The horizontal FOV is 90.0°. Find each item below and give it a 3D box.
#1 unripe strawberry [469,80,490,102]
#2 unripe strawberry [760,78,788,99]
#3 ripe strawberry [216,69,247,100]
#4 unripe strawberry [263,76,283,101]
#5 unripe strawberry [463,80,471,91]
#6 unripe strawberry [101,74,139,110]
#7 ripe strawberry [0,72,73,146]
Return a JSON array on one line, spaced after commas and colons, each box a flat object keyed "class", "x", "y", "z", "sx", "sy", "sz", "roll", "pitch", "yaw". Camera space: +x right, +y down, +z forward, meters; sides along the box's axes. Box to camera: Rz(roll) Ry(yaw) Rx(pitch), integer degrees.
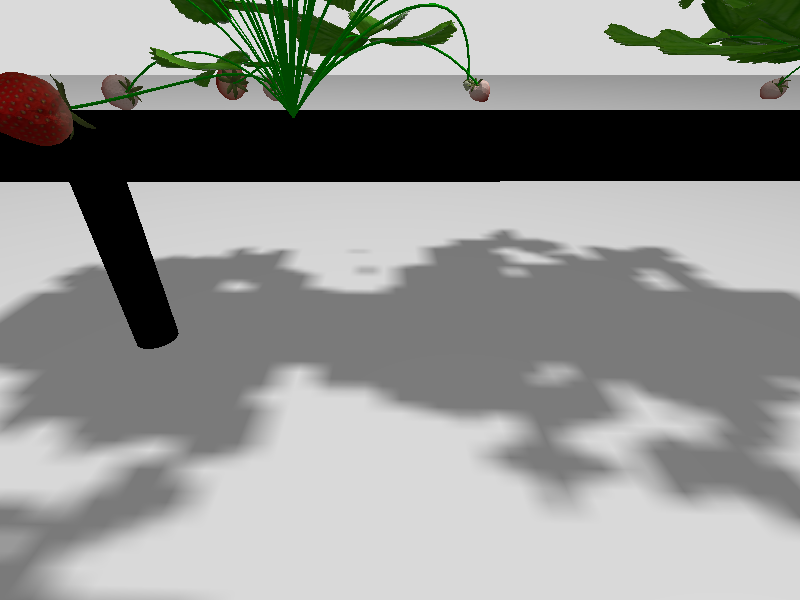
[{"class": "unripe strawberry", "x": 0.087, "y": -0.223, "z": 0.430, "sx": 0.023, "sy": 0.020, "sz": 0.023, "roll": 33, "pitch": 2, "yaw": 43}, {"class": "unripe strawberry", "x": 0.423, "y": -0.239, "z": 0.455, "sx": 0.024, "sy": 0.021, "sz": 0.024, "roll": 10, "pitch": 7, "yaw": 17}, {"class": "ripe strawberry", "x": -0.192, "y": -0.247, "z": 0.454, "sx": 0.032, "sy": 0.037, "sz": 0.035, "roll": -18, "pitch": 35, "yaw": -28}, {"class": "unripe strawberry", "x": -0.143, "y": -0.239, "z": 0.454, "sx": 0.024, "sy": 0.026, "sz": 0.027, "roll": -10, "pitch": 18, "yaw": -17}, {"class": "unripe strawberry", "x": 0.082, "y": -0.259, "z": 0.483, "sx": 0.010, "sy": 0.011, "sz": 0.011, "roll": 23, "pitch": 38, "yaw": 34}, {"class": "unripe strawberry", "x": -0.259, "y": -0.190, "z": 0.368, "sx": 0.030, "sy": 0.029, "sz": 0.028, "roll": 4, "pitch": 30, "yaw": 21}, {"class": "ripe strawberry", "x": -0.183, "y": -0.092, "z": 0.194, "sx": 0.037, "sy": 0.033, "sz": 0.034, "roll": 20, "pitch": 37, "yaw": 30}]
